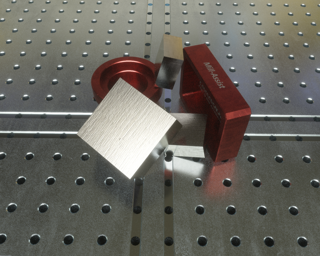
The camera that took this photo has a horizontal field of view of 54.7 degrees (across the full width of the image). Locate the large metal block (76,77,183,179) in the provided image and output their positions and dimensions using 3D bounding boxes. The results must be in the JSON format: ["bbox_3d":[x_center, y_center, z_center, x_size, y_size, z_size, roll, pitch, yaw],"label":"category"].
[{"bbox_3d":[-0.033,0.002,0.360,0.080,0.050,0.080,38,90,14],"label":"large metal block"}]

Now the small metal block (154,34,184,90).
[{"bbox_3d":[0.011,-0.088,0.412,0.025,0.050,0.050,9,48,-11],"label":"small metal block"}]

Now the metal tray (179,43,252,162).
[{"bbox_3d":[0.063,-0.034,0.394,0.030,0.089,0.130,-14,52,-12],"label":"metal tray"}]

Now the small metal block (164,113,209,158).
[{"bbox_3d":[0.034,0.009,0.394,0.050,0.025,0.050,2,54,16],"label":"small metal block"}]

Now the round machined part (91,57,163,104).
[{"bbox_3d":[-0.045,-0.055,0.442,0.099,0.042,0.098,0,50,0],"label":"round machined part"}]
